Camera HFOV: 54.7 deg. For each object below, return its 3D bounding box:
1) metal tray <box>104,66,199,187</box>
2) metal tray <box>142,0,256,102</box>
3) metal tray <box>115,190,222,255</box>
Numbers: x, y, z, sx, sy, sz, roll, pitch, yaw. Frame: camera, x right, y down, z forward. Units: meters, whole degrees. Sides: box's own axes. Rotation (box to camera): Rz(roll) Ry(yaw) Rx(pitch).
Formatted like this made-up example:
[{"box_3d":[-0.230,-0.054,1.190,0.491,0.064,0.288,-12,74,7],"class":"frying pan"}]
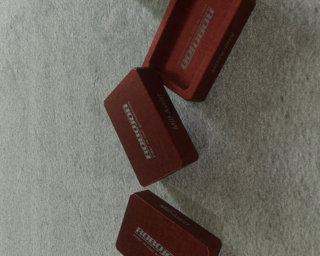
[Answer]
[{"box_3d":[-0.016,0.000,0.391,0.090,0.030,0.130,-37,74,46],"class":"metal tray"},{"box_3d":[0.040,-0.107,0.366,0.090,0.030,0.129,39,114,32],"class":"metal tray"},{"box_3d":[0.005,0.149,0.396,0.130,0.030,0.089,27,107,36],"class":"metal tray"}]
